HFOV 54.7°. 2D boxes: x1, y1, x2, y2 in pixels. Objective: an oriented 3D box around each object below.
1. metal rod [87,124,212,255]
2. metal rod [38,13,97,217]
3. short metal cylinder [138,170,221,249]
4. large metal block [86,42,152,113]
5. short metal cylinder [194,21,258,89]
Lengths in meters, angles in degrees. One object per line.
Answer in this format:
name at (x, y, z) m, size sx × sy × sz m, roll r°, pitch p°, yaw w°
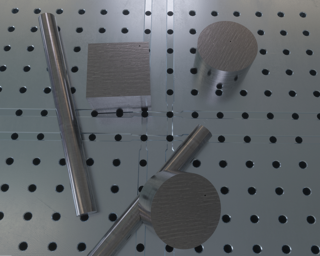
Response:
metal rod at (-0.037, 0.112, 0.370) m, size 0.025 × 0.025 × 0.301 m, roll 38°, pitch 74°, yaw 12°
metal rod at (-0.130, -0.031, 0.422) m, size 0.025 × 0.025 × 0.299 m, roll -15°, pitch 71°, yaw -6°
short metal cylinder at (0.021, 0.089, 0.351) m, size 0.081 × 0.050 × 0.080 m, roll 1°, pitch 86°, yaw -19°
large metal block at (-0.054, -0.068, 0.423) m, size 0.081 × 0.050 × 0.080 m, roll -2°, pitch 70°, yaw -1°
short metal cylinder at (0.090, -0.102, 0.436) m, size 0.081 × 0.050 × 0.080 m, roll 0°, pitch 70°, yaw 0°
